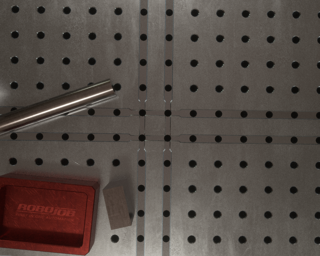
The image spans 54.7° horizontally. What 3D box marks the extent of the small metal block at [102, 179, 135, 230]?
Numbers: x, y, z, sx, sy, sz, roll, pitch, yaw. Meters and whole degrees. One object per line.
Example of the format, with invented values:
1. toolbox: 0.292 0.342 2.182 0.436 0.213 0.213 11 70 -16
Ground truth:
1. small metal block: -0.052 0.097 0.400 0.025 0.050 0.050 -12 90 0

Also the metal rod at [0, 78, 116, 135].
1. metal rod: -0.205 -0.006 0.410 0.302 0.025 0.025 -19 90 -1

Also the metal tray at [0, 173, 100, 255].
1. metal tray: -0.151 0.112 0.408 0.131 0.030 0.089 6 90 -1
